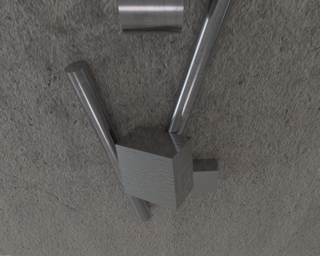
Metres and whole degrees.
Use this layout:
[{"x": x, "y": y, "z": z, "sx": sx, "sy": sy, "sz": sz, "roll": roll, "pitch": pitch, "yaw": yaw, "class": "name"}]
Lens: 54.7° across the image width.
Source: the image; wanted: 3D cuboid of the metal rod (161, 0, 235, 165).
[{"x": 0.031, "y": -0.035, "z": 0.377, "sx": 0.025, "sy": 0.025, "sz": 0.298, "roll": 10, "pitch": 130, "yaw": -9, "class": "metal rod"}]

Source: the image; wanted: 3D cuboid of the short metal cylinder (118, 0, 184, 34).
[{"x": -0.007, "y": -0.122, "z": 0.267, "sx": 0.050, "sy": 0.080, "sz": 0.079, "roll": -1, "pitch": 130, "yaw": 0, "class": "short metal cylinder"}]

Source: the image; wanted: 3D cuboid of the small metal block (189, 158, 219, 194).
[{"x": 0.061, "y": 0.073, "z": 0.470, "sx": 0.050, "sy": 0.025, "sz": 0.050, "roll": -3, "pitch": 130, "yaw": 2, "class": "small metal block"}]

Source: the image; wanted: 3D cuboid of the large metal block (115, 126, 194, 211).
[{"x": -0.005, "y": 0.050, "z": 0.403, "sx": 0.080, "sy": 0.050, "sz": 0.079, "roll": 12, "pitch": 124, "yaw": 28, "class": "large metal block"}]

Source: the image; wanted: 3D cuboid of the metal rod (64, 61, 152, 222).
[{"x": -0.061, "y": 0.042, "z": 0.441, "sx": 0.025, "sy": 0.025, "sz": 0.299, "roll": -10, "pitch": 130, "yaw": 8, "class": "metal rod"}]
